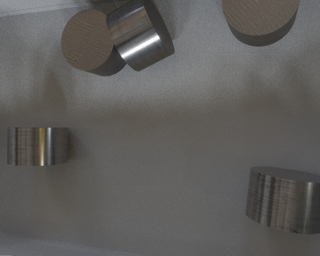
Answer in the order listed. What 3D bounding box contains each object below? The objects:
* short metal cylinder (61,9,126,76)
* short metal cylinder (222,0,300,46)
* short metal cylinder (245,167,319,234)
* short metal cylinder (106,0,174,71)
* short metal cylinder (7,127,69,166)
[{"bbox_3d":[-0.087,-0.115,0.426,0.080,0.050,0.079,0,90,19],"label":"short metal cylinder"},{"bbox_3d":[0.116,-0.140,0.356,0.080,0.050,0.079,0,90,19],"label":"short metal cylinder"},{"bbox_3d":[0.136,0.074,0.333,0.080,0.080,0.050,7,93,19],"label":"short metal cylinder"},{"bbox_3d":[-0.023,-0.118,0.389,0.050,0.080,0.080,-24,82,18],"label":"short metal cylinder"},{"bbox_3d":[-0.172,0.024,0.440,0.080,0.080,0.050,1,90,19],"label":"short metal cylinder"}]
